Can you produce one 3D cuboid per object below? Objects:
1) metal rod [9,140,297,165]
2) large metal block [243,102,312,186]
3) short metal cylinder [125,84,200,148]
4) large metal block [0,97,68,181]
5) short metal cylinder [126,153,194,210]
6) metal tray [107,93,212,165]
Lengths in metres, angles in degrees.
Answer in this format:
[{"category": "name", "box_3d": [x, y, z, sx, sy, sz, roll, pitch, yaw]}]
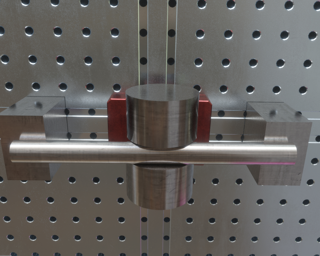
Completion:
[{"category": "metal rod", "box_3d": [-0.006, 0.027, 0.337, 0.302, 0.025, 0.025, 1, 110, -1]}, {"category": "large metal block", "box_3d": [0.141, 0.017, 0.390, 0.050, 0.080, 0.079, 1, 110, 0]}, {"category": "short metal cylinder", "box_3d": [0.002, -0.017, 0.346, 0.081, 0.080, 0.050, 1, 110, -1]}, {"category": "large metal block", "box_3d": [-0.152, 0.010, 0.385, 0.050, 0.080, 0.079, 1, 110, 0]}, {"category": "short metal cylinder", "box_3d": [0.000, 0.054, 0.372, 0.081, 0.080, 0.050, 1, 110, -1]}, {"category": "metal tray", "box_3d": [-0.001, 0.002, 0.411, 0.131, 0.030, 0.089, 1, 110, -1]}]
